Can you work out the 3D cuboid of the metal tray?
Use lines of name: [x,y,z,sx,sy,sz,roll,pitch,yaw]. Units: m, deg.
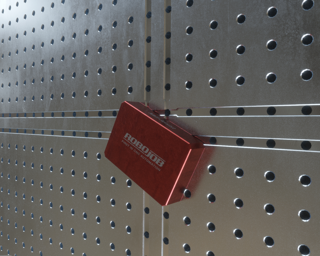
metal tray: [-0.014,0.030,0.415,0.130,0.030,0.089,34,111,34]
